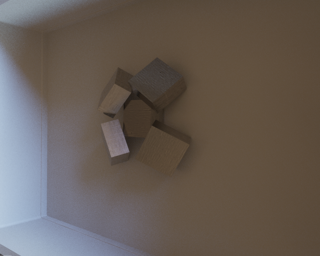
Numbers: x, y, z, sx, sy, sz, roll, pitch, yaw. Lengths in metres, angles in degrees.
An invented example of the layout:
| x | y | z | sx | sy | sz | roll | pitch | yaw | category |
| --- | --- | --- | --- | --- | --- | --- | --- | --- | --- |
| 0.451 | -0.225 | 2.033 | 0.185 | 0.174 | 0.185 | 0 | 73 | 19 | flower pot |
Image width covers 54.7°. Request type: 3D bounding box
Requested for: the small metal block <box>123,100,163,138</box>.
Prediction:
| x | y | z | sx | sy | sz | roll | pitch | yaw | category |
| --- | --- | --- | --- | --- | --- | --- | --- | --- | --- |
| -0.023 | -0.013 | 0.423 | 0.050 | 0.025 | 0.050 | 2 | 92 | 40 | small metal block |

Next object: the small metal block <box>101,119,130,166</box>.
| x | y | z | sx | sy | sz | roll | pitch | yaw | category |
| --- | --- | --- | --- | --- | --- | --- | --- | --- | --- |
| -0.065 | 0.022 | 0.443 | 0.050 | 0.025 | 0.050 | 114 | 137 | -68 | small metal block |

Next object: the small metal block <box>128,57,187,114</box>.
| x | y | z | sx | sy | sz | roll | pitch | yaw | category |
| --- | --- | --- | --- | --- | --- | --- | --- | --- | --- |
| -0.003 | -0.054 | 0.391 | 0.050 | 0.025 | 0.050 | -41 | 58 | -10 | small metal block |

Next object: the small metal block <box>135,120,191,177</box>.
| x | y | z | sx | sy | sz | roll | pitch | yaw | category |
| --- | --- | --- | --- | --- | --- | --- | --- | --- | --- |
| 0.004 | 0.025 | 0.386 | 0.050 | 0.025 | 0.050 | 27 | 110 | 0 | small metal block |

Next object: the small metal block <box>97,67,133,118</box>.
| x | y | z | sx | sy | sz | roll | pitch | yaw | category |
| --- | --- | --- | --- | --- | --- | --- | --- | --- | --- |
| -0.063 | -0.050 | 0.440 | 0.050 | 0.025 | 0.050 | -50 | 23 | 29 | small metal block |
